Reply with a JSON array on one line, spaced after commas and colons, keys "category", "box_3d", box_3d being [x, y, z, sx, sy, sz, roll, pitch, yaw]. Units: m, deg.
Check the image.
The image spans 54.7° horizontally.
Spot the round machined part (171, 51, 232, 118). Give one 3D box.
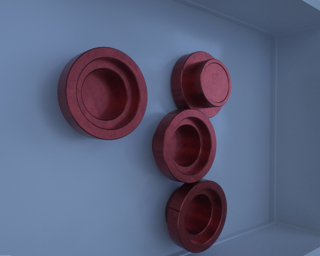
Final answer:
[{"category": "round machined part", "box_3d": [0.066, -0.063, 0.448, 0.099, 0.042, 0.097, 3, 86, -41]}]

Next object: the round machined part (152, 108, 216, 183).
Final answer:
[{"category": "round machined part", "box_3d": [0.028, 0.023, 0.419, 0.099, 0.042, 0.097, 0, 90, -40]}]

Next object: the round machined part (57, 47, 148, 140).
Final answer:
[{"category": "round machined part", "box_3d": [-0.065, -0.036, 0.341, 0.099, 0.042, 0.097, 0, 90, -40]}]

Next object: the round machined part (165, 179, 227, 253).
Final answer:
[{"category": "round machined part", "box_3d": [0.046, 0.118, 0.432, 0.099, 0.042, 0.097, -4, 96, -40]}]
